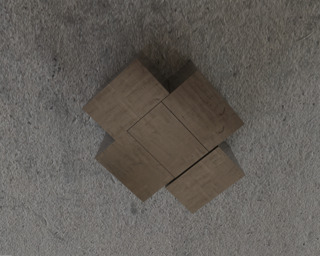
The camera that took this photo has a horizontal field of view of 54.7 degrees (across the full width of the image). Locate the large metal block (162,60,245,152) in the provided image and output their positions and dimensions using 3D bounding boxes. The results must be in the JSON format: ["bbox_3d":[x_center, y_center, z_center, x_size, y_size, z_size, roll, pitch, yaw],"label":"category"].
[{"bbox_3d":[0.047,-0.030,0.372,0.050,0.080,0.080,-40,106,13],"label":"large metal block"}]

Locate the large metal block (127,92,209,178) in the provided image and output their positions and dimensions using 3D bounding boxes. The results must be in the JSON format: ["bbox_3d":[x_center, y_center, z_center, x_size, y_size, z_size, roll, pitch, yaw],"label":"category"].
[{"bbox_3d":[0.009,0.001,0.383,0.050,0.080,0.080,-40,106,13],"label":"large metal block"}]

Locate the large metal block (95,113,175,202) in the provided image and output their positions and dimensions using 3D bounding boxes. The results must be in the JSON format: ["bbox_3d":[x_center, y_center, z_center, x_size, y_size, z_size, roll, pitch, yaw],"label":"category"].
[{"bbox_3d":[-0.029,0.033,0.394,0.050,0.080,0.080,-40,106,13],"label":"large metal block"}]

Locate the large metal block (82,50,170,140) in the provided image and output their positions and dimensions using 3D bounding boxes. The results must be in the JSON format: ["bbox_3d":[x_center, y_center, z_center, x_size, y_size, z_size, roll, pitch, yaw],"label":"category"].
[{"bbox_3d":[-0.037,-0.042,0.366,0.080,0.080,0.050,-40,106,13],"label":"large metal block"}]

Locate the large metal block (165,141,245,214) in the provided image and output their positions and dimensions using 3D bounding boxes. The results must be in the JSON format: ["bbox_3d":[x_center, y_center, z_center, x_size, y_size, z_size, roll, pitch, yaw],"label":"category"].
[{"bbox_3d":[0.053,0.049,0.401,0.080,0.080,0.050,-40,106,13],"label":"large metal block"}]
